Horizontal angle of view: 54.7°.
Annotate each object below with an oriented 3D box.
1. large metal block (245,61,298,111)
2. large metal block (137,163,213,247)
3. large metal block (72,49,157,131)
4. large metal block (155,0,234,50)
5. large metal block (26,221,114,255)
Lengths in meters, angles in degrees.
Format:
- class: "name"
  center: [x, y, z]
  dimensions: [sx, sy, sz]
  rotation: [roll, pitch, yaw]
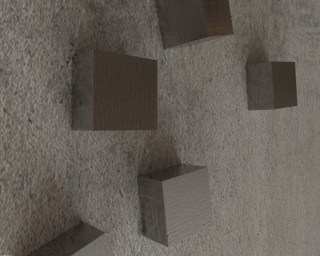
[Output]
- class: "large metal block"
  center: [0.201, -0.075, 0.557]
  dimensions: [0.081, 0.050, 0.079]
  rotation: [-9, 96, -40]
- class: "large metal block"
  center: [0.021, 0.096, 0.406]
  dimensions: [0.081, 0.050, 0.079]
  rotation: [-9, 96, -40]
- class: "large metal block"
  center: [-0.050, -0.037, 0.346]
  dimensions: [0.081, 0.050, 0.080]
  rotation: [0, 90, -40]
- class: "large metal block"
  center: [0.042, -0.152, 0.403]
  dimensions: [0.050, 0.080, 0.079]
  rotation: [-19, 102, -39]
- class: "large metal block"
  center: [-0.089, 0.156, 0.314]
  dimensions: [0.081, 0.050, 0.080]
  rotation: [-26, 106, -37]
